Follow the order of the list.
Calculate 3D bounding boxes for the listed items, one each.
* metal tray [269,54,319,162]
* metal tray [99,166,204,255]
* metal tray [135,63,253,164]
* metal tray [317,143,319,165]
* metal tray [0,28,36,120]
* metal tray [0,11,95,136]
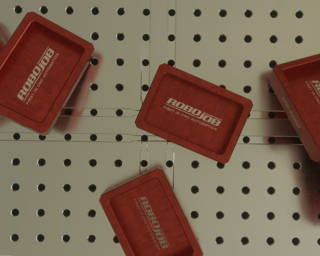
[{"bbox_3d":[0.204,-0.031,0.380,0.090,0.030,0.130,-15,58,0],"label":"metal tray"},{"bbox_3d":[-0.011,0.127,0.410,0.090,0.030,0.130,-26,90,0],"label":"metal tray"},{"bbox_3d":[0.044,-0.018,0.411,0.130,0.030,0.090,23,90,0],"label":"metal tray"},{"bbox_3d":[0.256,0.076,0.382,0.090,0.030,0.129,-11,90,1],"label":"metal tray"},{"bbox_3d":[-0.235,-0.076,0.409,0.090,0.030,0.130,-30,90,0],"label":"metal tray"},{"bbox_3d":[-0.151,-0.067,0.385,0.090,0.030,0.130,28,75,-10],"label":"metal tray"}]
